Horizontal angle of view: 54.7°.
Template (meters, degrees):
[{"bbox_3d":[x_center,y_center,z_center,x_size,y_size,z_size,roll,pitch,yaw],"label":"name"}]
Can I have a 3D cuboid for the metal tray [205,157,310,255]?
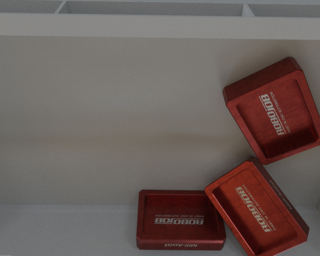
[{"bbox_3d":[0.139,0.119,0.454,0.090,0.030,0.130,-41,76,28],"label":"metal tray"}]

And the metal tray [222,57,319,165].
[{"bbox_3d":[0.148,-0.015,0.393,0.090,0.030,0.130,-25,126,20],"label":"metal tray"}]

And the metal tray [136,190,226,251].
[{"bbox_3d":[0.031,0.143,0.487,0.131,0.090,0.030,1,130,-1],"label":"metal tray"}]
